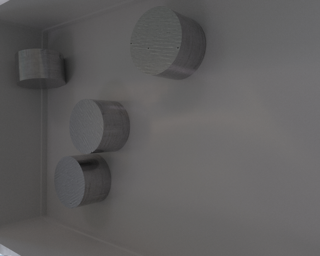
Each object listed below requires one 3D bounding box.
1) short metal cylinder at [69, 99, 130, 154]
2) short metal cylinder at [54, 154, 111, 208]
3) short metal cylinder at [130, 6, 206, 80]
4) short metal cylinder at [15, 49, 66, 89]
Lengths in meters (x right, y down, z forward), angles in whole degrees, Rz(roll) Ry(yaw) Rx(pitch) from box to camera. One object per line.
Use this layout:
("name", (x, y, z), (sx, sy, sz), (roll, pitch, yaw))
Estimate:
("short metal cylinder", (-0.091, -0.002, 0.466), (0.080, 0.050, 0.080), (0, 90, 40))
("short metal cylinder", (-0.123, 0.083, 0.493), (0.080, 0.050, 0.080), (0, 90, 40))
("short metal cylinder", (0.009, -0.102, 0.383), (0.080, 0.050, 0.080), (0, 90, 40))
("short metal cylinder", (-0.210, -0.102, 0.545), (0.080, 0.081, 0.050), (-10, 84, 39))
